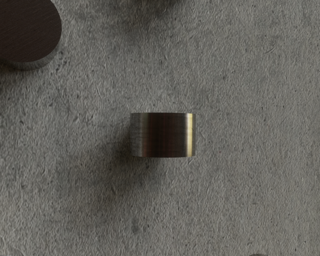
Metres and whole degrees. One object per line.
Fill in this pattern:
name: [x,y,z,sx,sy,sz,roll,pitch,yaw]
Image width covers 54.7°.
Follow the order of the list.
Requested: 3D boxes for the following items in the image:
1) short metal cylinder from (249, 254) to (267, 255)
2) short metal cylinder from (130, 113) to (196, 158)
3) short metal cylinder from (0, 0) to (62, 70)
short metal cylinder: [0.155,0.234,0.453,0.081,0.050,0.080,0,90,-20]
short metal cylinder: [0.003,0.008,0.381,0.081,0.080,0.050,1,90,-20]
short metal cylinder: [-0.151,-0.107,0.340,0.081,0.050,0.080,0,90,-20]
